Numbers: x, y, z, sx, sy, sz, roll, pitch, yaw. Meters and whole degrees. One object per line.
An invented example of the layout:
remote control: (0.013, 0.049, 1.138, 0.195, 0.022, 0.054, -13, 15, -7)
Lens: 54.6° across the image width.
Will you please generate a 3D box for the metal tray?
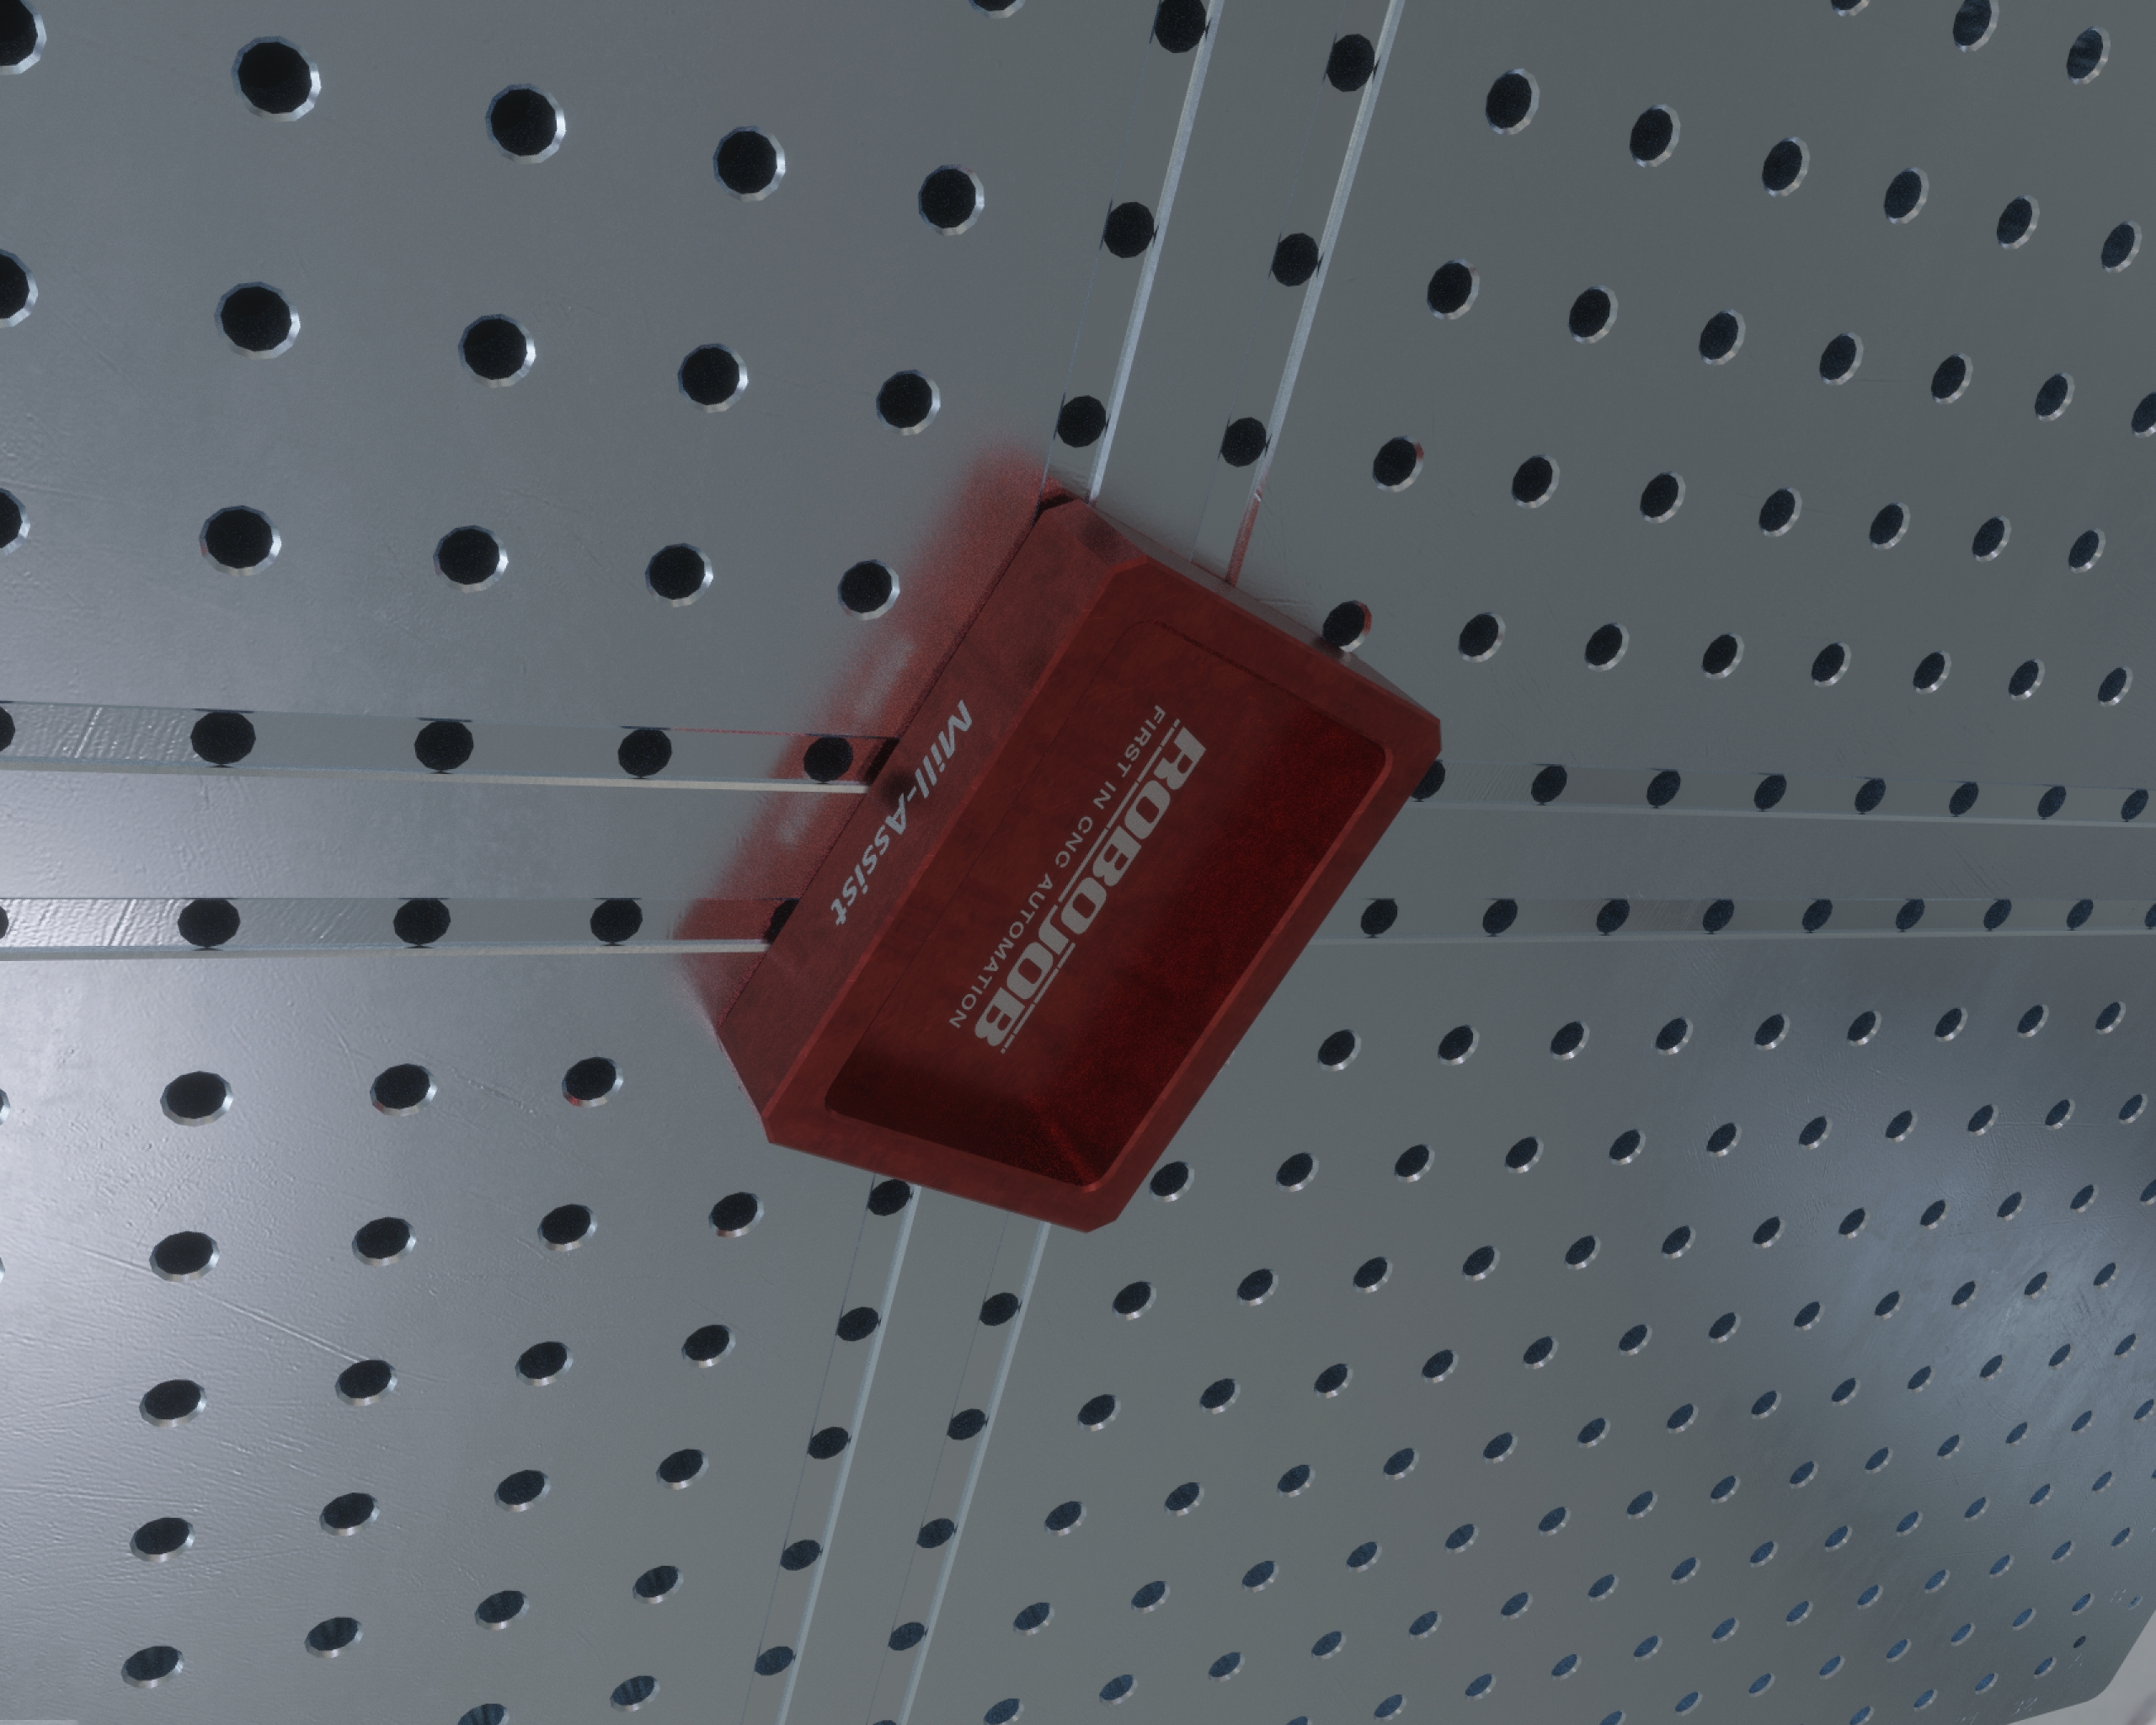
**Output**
metal tray: (0.001, 0.005, 0.410, 0.090, 0.030, 0.129, 24, 106, -37)
